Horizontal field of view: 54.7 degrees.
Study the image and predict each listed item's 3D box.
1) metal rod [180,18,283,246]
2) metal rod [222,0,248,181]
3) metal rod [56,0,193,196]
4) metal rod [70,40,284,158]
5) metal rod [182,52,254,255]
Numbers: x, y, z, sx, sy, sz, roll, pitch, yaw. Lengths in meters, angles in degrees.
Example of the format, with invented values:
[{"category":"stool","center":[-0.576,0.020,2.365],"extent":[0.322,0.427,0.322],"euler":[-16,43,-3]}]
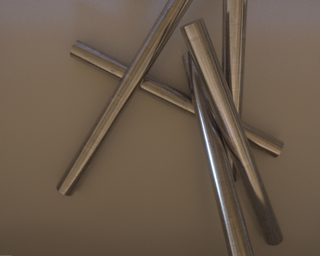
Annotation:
[{"category":"metal rod","center":[0.092,0.021,0.362],"extent":[0.025,0.025,0.299],"euler":[-26,110,0]},{"category":"metal rod","center":[0.082,-0.067,0.348],"extent":[0.025,0.025,0.298],"euler":[-5,116,0]},{"category":"metal rod","center":[-0.046,-0.042,0.388],"extent":[0.025,0.025,0.299],"euler":[33,99,0]},{"category":"metal rod","center":[0.022,-0.038,0.411],"extent":[0.301,0.025,0.025],"euler":[26,90,0]},{"category":"metal rod","center":[0.066,0.040,0.355],"extent":[0.025,0.025,0.299],"euler":[-10,67,0]}]
